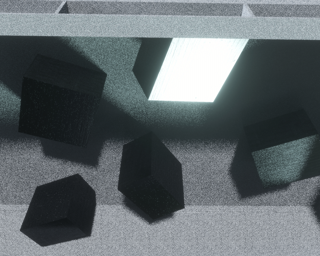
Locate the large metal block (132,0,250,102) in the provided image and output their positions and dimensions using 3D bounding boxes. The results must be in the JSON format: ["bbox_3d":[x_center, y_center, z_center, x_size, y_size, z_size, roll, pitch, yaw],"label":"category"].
[{"bbox_3d":[0.028,-0.074,0.312,0.081,0.050,0.079,-1,135,-30],"label":"large metal block"}]

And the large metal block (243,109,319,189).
[{"bbox_3d":[0.167,0.030,0.420,0.080,0.050,0.080,-18,128,14],"label":"large metal block"}]

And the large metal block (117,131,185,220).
[{"bbox_3d":[-0.010,0.066,0.429,0.050,0.080,0.080,-26,126,20],"label":"large metal block"}]

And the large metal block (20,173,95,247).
[{"bbox_3d":[-0.154,0.126,0.479,0.080,0.080,0.050,-19,128,15],"label":"large metal block"}]

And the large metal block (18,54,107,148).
[{"bbox_3d":[-0.115,-0.030,0.366,0.081,0.050,0.079,15,129,-13],"label":"large metal block"}]
